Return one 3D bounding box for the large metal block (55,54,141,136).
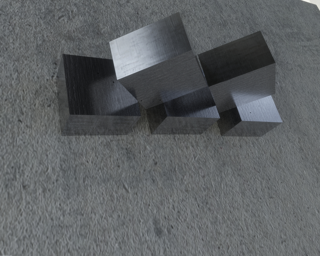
[{"bbox_3d":[-0.077,-0.037,0.372,0.081,0.050,0.080,0,62,-29],"label":"large metal block"}]

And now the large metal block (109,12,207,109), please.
[{"bbox_3d":[0.001,-0.071,0.351,0.080,0.080,0.050,45,27,-63],"label":"large metal block"}]

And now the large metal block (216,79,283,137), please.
[{"bbox_3d":[0.130,-0.033,0.482,0.081,0.050,0.080,1,61,-28],"label":"large metal block"}]

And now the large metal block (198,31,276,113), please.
[{"bbox_3d":[0.103,-0.070,0.409,0.080,0.080,0.050,-19,64,12],"label":"large metal block"}]

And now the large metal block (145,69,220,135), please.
[{"bbox_3d":[0.025,-0.037,0.427,0.081,0.050,0.080,1,62,-28],"label":"large metal block"}]
